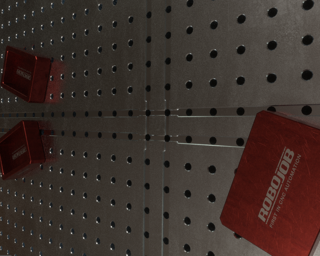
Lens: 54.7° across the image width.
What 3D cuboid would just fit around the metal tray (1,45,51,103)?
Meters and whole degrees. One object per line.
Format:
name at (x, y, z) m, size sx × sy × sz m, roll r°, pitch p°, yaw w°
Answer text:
metal tray at (-0.275, -0.110, 0.628) m, size 0.130 × 0.030 × 0.089 m, roll 24°, pitch 105°, yaw 37°

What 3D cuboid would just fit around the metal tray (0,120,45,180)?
metal tray at (-0.292, 0.048, 0.642) m, size 0.130 × 0.030 × 0.090 m, roll -27°, pitch 73°, yaw 36°

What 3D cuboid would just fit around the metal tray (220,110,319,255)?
metal tray at (0.122, 0.057, 0.305) m, size 0.090 × 0.030 × 0.129 m, roll 26°, pitch 106°, yaw 36°
